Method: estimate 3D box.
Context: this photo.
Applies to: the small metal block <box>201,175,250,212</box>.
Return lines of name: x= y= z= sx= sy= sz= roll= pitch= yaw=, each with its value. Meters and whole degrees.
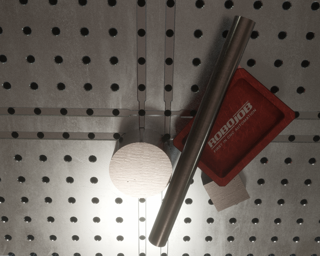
small metal block: x=0.094 y=0.085 z=0.446 sx=0.050 sy=0.025 sz=0.050 roll=-27 pitch=108 yaw=9

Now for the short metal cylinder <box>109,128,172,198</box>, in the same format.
short metal cylinder: x=-0.025 y=0.046 z=0.417 sx=0.081 sy=0.050 sz=0.079 roll=0 pitch=110 yaw=-1

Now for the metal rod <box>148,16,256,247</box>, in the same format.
metal rod: x=0.046 y=0.015 z=0.381 sx=0.025 sy=0.025 sz=0.298 roll=18 pitch=103 yaw=-7

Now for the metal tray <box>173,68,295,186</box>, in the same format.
metal tray: x=0.091 y=0.000 z=0.398 sx=0.090 sy=0.030 sz=0.130 roll=42 pitch=105 yaw=3
